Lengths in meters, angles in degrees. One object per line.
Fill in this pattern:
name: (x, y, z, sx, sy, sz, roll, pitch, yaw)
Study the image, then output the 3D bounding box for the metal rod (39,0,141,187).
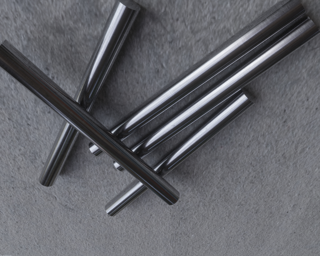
metal rod: (-0.101, -0.022, 0.387, 0.025, 0.025, 0.298, 22, 127, -18)

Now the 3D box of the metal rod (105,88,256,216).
metal rod: (0.013, 0.049, 0.449, 0.025, 0.025, 0.299, 32, 123, -25)

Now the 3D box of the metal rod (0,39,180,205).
metal rod: (-0.071, 0.013, 0.382, 0.025, 0.025, 0.300, -30, 125, 22)

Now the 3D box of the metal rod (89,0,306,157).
metal rod: (0.024, -0.047, 0.367, 0.299, 0.025, 0.025, -34, 123, 25)

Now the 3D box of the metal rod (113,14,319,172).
metal rod: (0.050, -0.027, 0.384, 0.299, 0.025, 0.025, -36, 122, 26)
